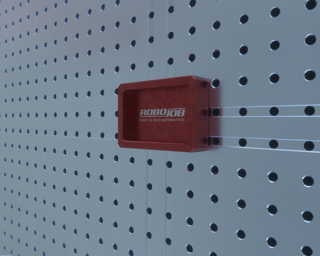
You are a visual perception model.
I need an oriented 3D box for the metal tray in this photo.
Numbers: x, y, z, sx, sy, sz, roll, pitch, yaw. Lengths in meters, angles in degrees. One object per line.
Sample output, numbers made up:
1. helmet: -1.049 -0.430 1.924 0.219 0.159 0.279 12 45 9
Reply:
1. metal tray: 0.000 -0.017 0.407 0.130 0.030 0.090 1 90 40
